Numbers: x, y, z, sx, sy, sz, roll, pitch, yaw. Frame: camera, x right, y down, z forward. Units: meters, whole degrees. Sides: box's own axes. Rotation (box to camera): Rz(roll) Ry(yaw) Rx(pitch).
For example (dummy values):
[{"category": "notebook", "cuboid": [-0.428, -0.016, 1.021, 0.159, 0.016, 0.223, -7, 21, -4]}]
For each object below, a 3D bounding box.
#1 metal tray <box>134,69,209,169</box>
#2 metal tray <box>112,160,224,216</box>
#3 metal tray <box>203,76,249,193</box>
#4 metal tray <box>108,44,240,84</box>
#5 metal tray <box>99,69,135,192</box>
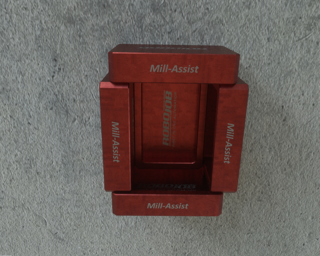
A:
[{"category": "metal tray", "cuboid": [0.013, -0.010, 0.405, 0.091, 0.030, 0.129, 1, 110, -1]}, {"category": "metal tray", "cuboid": [0.009, 0.075, 0.404, 0.131, 0.090, 0.030, 1, 110, -1]}, {"category": "metal tray", "cuboid": [0.075, 0.001, 0.377, 0.030, 0.090, 0.129, 1, 110, -1]}, {"category": "metal tray", "cuboid": [0.014, -0.074, 0.349, 0.131, 0.090, 0.030, 1, 110, -1]}, {"category": "metal tray", "cuboid": [-0.048, 0.000, 0.375, 0.030, 0.090, 0.129, 1, 110, -1]}]
